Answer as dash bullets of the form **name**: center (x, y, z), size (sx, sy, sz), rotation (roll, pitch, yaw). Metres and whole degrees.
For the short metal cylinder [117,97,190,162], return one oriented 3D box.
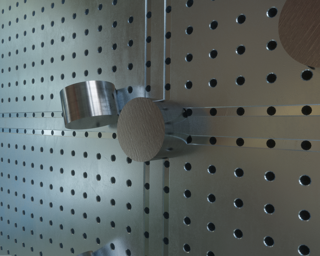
- **short metal cylinder**: center (-0.009, 0.002, 0.399), size (0.080, 0.050, 0.079), rotation (0, 91, 39)

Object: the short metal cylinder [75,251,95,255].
- **short metal cylinder**: center (-0.133, 0.234, 0.481), size (0.080, 0.081, 0.050), rotation (-44, 64, 31)

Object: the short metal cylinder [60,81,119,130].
- **short metal cylinder**: center (-0.102, -0.032, 0.455), size (0.080, 0.081, 0.050), rotation (-19, 78, 38)

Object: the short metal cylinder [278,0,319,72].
- **short metal cylinder**: center (0.152, -0.088, 0.268), size (0.080, 0.050, 0.079), rotation (0, 90, 39)
